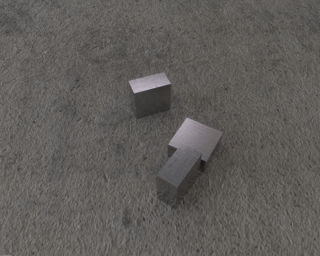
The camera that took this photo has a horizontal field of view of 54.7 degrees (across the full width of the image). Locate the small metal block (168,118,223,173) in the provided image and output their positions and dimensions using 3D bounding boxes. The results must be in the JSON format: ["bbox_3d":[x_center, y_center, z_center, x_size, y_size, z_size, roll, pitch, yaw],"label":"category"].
[{"bbox_3d":[0.044,0.021,0.386,0.050,0.025,0.050,24,54,18],"label":"small metal block"}]

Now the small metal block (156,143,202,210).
[{"bbox_3d":[0.021,0.053,0.342,0.025,0.050,0.050,27,55,21],"label":"small metal block"}]

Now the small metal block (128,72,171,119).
[{"bbox_3d":[-0.014,-0.044,0.423,0.050,0.050,0.025,-17,52,-14],"label":"small metal block"}]
